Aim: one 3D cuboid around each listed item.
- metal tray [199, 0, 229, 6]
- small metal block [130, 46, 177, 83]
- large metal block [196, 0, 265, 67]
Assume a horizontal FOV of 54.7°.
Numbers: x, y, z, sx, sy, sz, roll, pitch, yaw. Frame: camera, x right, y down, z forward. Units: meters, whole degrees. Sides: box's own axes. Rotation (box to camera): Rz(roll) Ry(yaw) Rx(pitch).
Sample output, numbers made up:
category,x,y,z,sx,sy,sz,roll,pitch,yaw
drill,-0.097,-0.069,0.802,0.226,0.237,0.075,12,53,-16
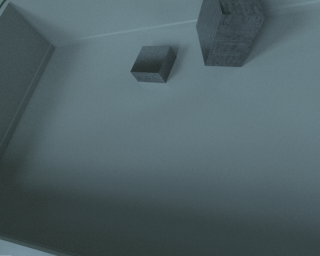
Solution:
category,x,y,z,sx,sy,sz,roll,pitch,yaw
metal tray,0.081,-0.260,0.520,0.090,0.030,0.130,-49,52,-7
small metal block,-0.009,-0.097,0.468,0.050,0.025,0.050,9,66,31
large metal block,0.086,-0.137,0.399,0.050,0.080,0.080,0,56,-9
